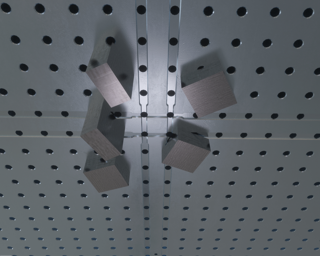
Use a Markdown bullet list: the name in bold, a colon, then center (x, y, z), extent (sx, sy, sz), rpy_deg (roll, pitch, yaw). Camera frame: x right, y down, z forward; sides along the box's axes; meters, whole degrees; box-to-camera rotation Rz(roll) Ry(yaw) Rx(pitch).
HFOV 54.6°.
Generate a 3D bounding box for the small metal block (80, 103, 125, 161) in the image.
- **small metal block**: center (-0.072, 0.005, 0.399), extent (0.025, 0.050, 0.050), rpy_deg (-24, 126, 19)

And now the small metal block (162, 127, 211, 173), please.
- **small metal block**: center (0.036, 0.033, 0.439), extent (0.050, 0.025, 0.050), rpy_deg (20, 127, -17)

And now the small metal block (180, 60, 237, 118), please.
- **small metal block**: center (0.059, -0.046, 0.373), extent (0.050, 0.025, 0.050), rpy_deg (-22, 127, 17)

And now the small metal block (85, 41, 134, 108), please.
- **small metal block**: center (-0.053, -0.060, 0.344), extent (0.025, 0.050, 0.050), rpy_deg (-20, 127, 16)

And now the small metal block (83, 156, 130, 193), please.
- **small metal block**: center (-0.080, 0.068, 0.469), extent (0.050, 0.025, 0.050), rpy_deg (-15, 129, 12)
